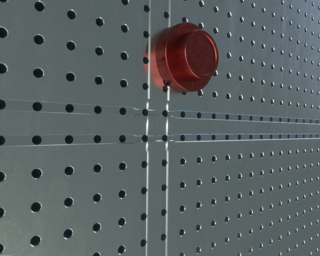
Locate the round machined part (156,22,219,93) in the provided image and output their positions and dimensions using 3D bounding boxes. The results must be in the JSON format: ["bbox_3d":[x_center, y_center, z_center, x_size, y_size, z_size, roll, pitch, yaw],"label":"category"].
[{"bbox_3d":[0.045,-0.100,0.438,0.099,0.042,0.097,0,90,-40],"label":"round machined part"}]
